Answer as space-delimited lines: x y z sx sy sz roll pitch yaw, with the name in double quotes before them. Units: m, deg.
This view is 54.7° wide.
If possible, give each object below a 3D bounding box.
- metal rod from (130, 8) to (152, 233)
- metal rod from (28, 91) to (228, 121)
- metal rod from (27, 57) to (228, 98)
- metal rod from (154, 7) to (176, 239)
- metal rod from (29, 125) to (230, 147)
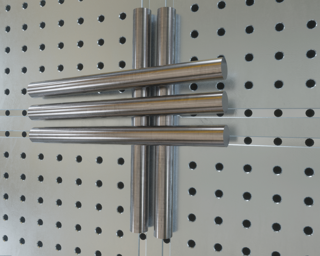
"metal rod" -0.026 -0.010 0.421 0.025 0.025 0.298 1 90 19
"metal rod" -0.061 -0.026 0.411 0.300 0.025 0.025 -1 90 27
"metal rod" -0.062 -0.062 0.411 0.300 0.025 0.025 -2 90 27
"metal rod" 0.007 -0.006 0.410 0.025 0.025 0.298 1 90 19
"metal rod" -0.060 0.010 0.410 0.300 0.025 0.025 0 90 28
